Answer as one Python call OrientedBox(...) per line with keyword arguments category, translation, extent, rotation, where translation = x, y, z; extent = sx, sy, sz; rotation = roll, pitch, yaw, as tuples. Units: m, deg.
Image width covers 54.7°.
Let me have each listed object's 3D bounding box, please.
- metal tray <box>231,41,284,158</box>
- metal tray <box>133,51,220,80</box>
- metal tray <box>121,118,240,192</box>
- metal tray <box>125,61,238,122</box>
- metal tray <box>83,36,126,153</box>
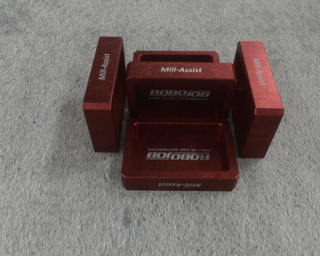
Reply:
OrientedBox(category="metal tray", translation=(0.116, -0.038, 0.395), extent=(0.030, 0.090, 0.130), rotation=(1, 50, 1))
OrientedBox(category="metal tray", translation=(0.024, -0.076, 0.465), extent=(0.131, 0.030, 0.090), rotation=(0, 53, 0))
OrientedBox(category="metal tray", translation=(0.023, 0.030, 0.378), extent=(0.131, 0.030, 0.090), rotation=(1, 49, 0))
OrientedBox(category="metal tray", translation=(0.025, -0.041, 0.398), extent=(0.131, 0.090, 0.030), rotation=(1, 52, 1))
OrientedBox(category="metal tray", translation=(-0.066, -0.044, 0.399), extent=(0.030, 0.090, 0.130), rotation=(1, 51, 1))
